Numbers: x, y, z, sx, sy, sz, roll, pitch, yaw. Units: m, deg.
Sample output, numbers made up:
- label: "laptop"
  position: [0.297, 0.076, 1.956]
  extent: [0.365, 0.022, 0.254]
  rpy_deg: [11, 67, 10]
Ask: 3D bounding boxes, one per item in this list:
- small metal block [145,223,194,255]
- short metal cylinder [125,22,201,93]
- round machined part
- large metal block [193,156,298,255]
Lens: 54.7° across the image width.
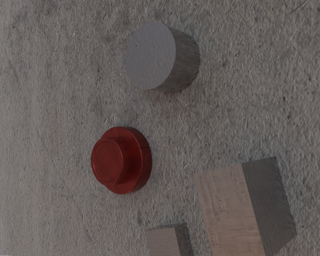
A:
- label: "small metal block"
  position: [0.012, 0.151, 0.395]
  extent: [0.050, 0.025, 0.050]
  rpy_deg: [-21, 77, 38]
- label: "short metal cylinder"
  position: [0.003, -0.086, 0.386]
  extent: [0.080, 0.050, 0.080]
  rpy_deg: [0, 90, 40]
- label: "round machined part"
  position: [-0.062, 0.047, 0.445]
  extent: [0.098, 0.042, 0.097]
  rpy_deg: [0, 90, 40]
- label: "large metal block"
  position: [0.084, 0.075, 0.300]
  extent: [0.050, 0.081, 0.080]
  rpy_deg: [-21, 77, 38]
